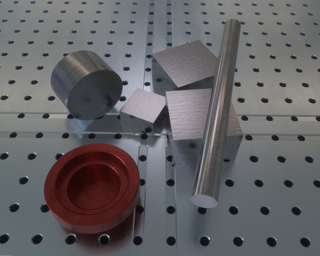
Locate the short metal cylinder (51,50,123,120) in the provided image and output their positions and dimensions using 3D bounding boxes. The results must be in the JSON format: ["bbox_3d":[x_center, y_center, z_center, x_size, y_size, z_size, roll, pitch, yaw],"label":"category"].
[{"bbox_3d":[-0.098,-0.057,0.419,0.081,0.080,0.050,-30,56,-23],"label":"short metal cylinder"}]

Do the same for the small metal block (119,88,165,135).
[{"bbox_3d":[-0.020,-0.024,0.427,0.050,0.025,0.050,20,53,16],"label":"small metal block"}]

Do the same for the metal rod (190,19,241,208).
[{"bbox_3d":[0.076,-0.044,0.379,0.025,0.025,0.300,11,51,9],"label":"metal rod"}]

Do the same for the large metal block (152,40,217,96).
[{"bbox_3d":[0.042,-0.078,0.457,0.081,0.050,0.080,-21,53,-17],"label":"large metal block"}]

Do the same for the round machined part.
[{"bbox_3d":[-0.070,0.068,0.339,0.099,0.042,0.098,0,50,0],"label":"round machined part"}]

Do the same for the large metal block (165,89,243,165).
[{"bbox_3d":[0.051,-0.004,0.395,0.081,0.050,0.080,-4,50,-4],"label":"large metal block"}]
